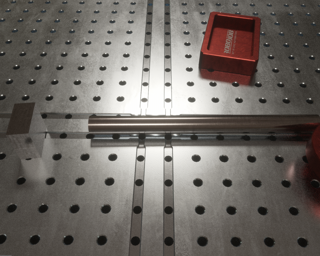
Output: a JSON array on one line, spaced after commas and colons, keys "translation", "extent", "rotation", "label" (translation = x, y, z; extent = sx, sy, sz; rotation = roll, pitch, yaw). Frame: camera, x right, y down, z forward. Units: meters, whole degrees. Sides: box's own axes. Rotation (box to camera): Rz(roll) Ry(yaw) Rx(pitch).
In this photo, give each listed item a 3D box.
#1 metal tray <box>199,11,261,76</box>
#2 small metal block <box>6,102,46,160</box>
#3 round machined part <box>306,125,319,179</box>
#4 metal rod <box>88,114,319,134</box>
[{"translation": [0.121, -0.148, 0.530], "extent": [0.090, 0.030, 0.130], "rotation": [11, 51, 8], "label": "metal tray"}, {"translation": [-0.165, 0.004, 0.386], "extent": [0.025, 0.050, 0.050], "rotation": [-4, 50, -4], "label": "small metal block"}, {"translation": [0.224, 0.039, 0.367], "extent": [0.099, 0.042, 0.098], "rotation": [0, 50, 0], "label": "round machined part"}, {"translation": [0.059, -0.005, 0.412], "extent": [0.302, 0.025, 0.025], "rotation": [0, 50, -1], "label": "metal rod"}]
